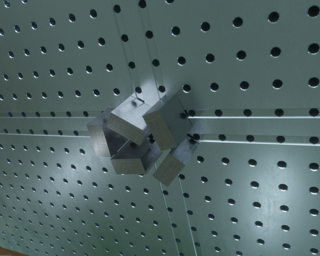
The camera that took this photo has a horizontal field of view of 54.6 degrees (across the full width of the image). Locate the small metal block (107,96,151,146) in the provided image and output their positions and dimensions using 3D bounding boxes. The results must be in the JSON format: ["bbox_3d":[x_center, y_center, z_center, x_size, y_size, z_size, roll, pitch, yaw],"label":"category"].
[{"bbox_3d":[-0.032,-0.011,0.406,0.050,0.050,0.025,29,129,9],"label":"small metal block"}]

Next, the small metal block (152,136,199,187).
[{"bbox_3d":[0.021,0.042,0.410,0.025,0.050,0.050,37,129,5],"label":"small metal block"}]

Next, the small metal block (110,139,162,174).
[{"bbox_3d":[-0.033,0.040,0.437,0.050,0.050,0.025,-5,116,30],"label":"small metal block"}]

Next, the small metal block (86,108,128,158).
[{"bbox_3d":[-0.072,0.006,0.437,0.025,0.050,0.050,4,121,27],"label":"small metal block"}]

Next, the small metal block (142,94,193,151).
[{"bbox_3d":[0.011,-0.008,0.384,0.025,0.050,0.050,-17,109,35],"label":"small metal block"}]
